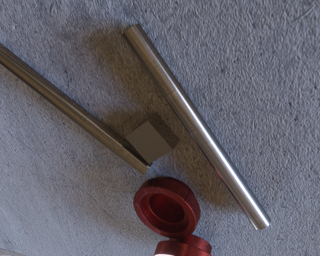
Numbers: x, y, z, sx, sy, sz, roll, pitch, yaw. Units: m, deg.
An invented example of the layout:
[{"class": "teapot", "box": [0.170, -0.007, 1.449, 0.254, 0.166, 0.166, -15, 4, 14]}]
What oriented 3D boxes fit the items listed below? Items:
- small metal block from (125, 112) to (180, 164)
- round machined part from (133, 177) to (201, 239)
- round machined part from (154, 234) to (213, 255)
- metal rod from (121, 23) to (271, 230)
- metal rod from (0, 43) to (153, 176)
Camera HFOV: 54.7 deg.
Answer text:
[{"class": "small metal block", "box": [-0.010, 0.014, 0.421, 0.050, 0.025, 0.050, -34, 99, 38]}, {"class": "round machined part", "box": [0.014, 0.112, 0.458, 0.098, 0.042, 0.097, 13, 124, 21]}, {"class": "round machined part", "box": [0.043, 0.197, 0.482, 0.098, 0.042, 0.097, 15, 143, 11]}, {"class": "metal rod", "box": [0.051, 0.007, 0.384, 0.025, 0.025, 0.299, -27, 104, 37]}, {"class": "metal rod", "box": [-0.136, -0.031, 0.458, 0.300, 0.025, 0.025, 38, 129, 2]}]
